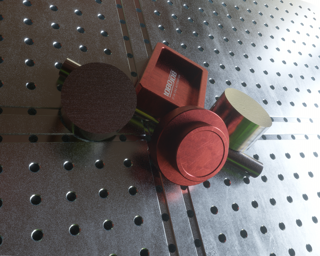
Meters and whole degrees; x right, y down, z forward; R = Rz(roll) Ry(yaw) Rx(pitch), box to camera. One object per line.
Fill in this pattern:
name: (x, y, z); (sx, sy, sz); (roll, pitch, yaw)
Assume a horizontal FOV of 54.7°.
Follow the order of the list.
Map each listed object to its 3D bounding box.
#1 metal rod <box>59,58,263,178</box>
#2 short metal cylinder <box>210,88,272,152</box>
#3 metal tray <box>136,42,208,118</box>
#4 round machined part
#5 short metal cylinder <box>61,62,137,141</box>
metal rod: (0.009, -0.008, 0.418); (0.301, 0.025, 0.025); (28, 52, -11)
short metal cylinder: (0.111, -0.012, 0.444); (0.080, 0.050, 0.080); (24, 33, -17)
metal tray: (0.018, -0.061, 0.433); (0.090, 0.030, 0.130); (28, 39, -10)
round machined part: (0.041, 0.025, 0.369); (0.099, 0.042, 0.097); (-6, 106, -21)
short metal cylinder: (-0.072, -0.028, 0.355); (0.081, 0.050, 0.080); (4, 77, -18)
